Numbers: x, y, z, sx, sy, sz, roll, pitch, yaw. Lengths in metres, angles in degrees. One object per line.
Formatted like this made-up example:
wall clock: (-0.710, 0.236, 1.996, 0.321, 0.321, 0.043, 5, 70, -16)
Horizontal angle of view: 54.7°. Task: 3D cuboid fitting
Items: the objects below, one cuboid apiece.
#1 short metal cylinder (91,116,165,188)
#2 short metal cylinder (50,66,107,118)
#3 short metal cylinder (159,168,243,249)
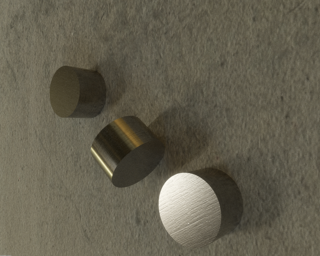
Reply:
short metal cylinder: (-0.041, 0.031, 0.401, 0.050, 0.081, 0.080, 46, 117, 30)
short metal cylinder: (-0.131, -0.056, 0.494, 0.080, 0.050, 0.079, 0, 90, 39)
short metal cylinder: (0.046, 0.088, 0.350, 0.080, 0.050, 0.079, 0, 90, 39)
